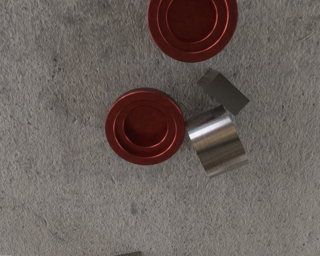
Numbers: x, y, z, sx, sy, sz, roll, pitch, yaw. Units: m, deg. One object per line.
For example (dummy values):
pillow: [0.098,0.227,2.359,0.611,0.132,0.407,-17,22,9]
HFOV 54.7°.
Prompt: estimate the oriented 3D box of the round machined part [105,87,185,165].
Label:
round machined part: [-0.018,-0.005,0.398,0.099,0.042,0.097,0,110,0]

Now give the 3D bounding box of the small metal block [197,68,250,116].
small metal block: [0.076,-0.045,0.380,0.050,0.050,0.025,40,100,-14]

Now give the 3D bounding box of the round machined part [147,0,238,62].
round machined part: [0.035,-0.127,0.354,0.099,0.042,0.097,0,110,-1]

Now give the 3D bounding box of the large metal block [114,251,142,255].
large metal block: [-0.046,0.252,0.473,0.050,0.080,0.079,-12,110,4]

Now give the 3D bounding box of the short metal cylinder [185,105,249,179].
short metal cylinder: [0.070,0.017,0.388,0.050,0.080,0.080,-24,109,8]
